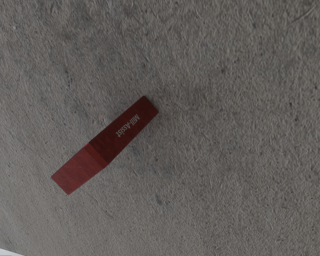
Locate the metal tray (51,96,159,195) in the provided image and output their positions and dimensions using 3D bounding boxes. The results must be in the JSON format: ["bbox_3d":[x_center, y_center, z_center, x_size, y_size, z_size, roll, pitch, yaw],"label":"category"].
[{"bbox_3d":[-0.064,0.018,0.385,0.030,0.131,0.090,49,129,-6],"label":"metal tray"}]
